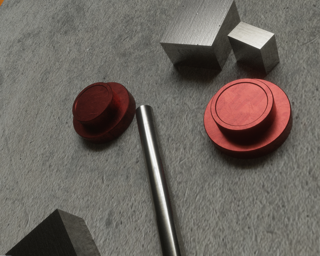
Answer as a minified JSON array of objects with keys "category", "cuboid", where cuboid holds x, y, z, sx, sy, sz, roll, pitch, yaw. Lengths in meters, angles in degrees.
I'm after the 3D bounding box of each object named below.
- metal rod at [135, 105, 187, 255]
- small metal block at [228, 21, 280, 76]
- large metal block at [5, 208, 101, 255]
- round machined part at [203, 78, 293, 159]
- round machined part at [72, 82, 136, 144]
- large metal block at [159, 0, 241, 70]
[{"category":"metal rod","cuboid":[0.006,0.095,0.342,0.025,0.025,0.299,-23,53,14]},{"category":"small metal block","cuboid":[0.118,-0.099,0.387,0.025,0.050,0.050,-47,51,-4]},{"category":"large metal block","cuboid":[-0.119,0.155,0.355,0.080,0.050,0.080,-42,51,-1]},{"category":"round machined part","cuboid":[0.096,-0.017,0.353,0.098,0.042,0.098,-13,56,21]},{"category":"round machined part","cuboid":[-0.089,-0.029,0.457,0.098,0.042,0.098,-13,56,21]},{"category":"large metal block","cuboid":[0.059,-0.133,0.438,0.080,0.050,0.080,14,69,34]}]
